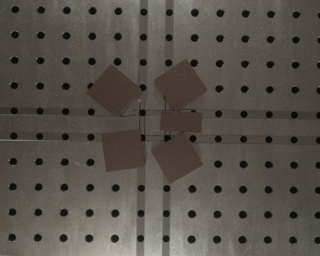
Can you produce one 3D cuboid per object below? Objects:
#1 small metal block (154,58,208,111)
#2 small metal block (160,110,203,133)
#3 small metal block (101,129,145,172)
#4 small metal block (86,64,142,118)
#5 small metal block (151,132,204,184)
[{"bbox_3d":[0.027,-0.056,0.414,0.050,0.025,0.050,-34,90,0],"label":"small metal block"},{"bbox_3d":[0.026,-0.008,0.401,0.050,0.050,0.025,4,90,-1],"label":"small metal block"},{"bbox_3d":[-0.048,0.029,0.413,0.050,0.025,0.050,-8,90,-1],"label":"small metal block"},{"bbox_3d":[-0.060,-0.048,0.413,0.050,0.025,0.050,40,90,-1],"label":"small metal block"},{"bbox_3d":[0.022,0.039,0.414,0.050,0.025,0.050,-30,91,0],"label":"small metal block"}]
